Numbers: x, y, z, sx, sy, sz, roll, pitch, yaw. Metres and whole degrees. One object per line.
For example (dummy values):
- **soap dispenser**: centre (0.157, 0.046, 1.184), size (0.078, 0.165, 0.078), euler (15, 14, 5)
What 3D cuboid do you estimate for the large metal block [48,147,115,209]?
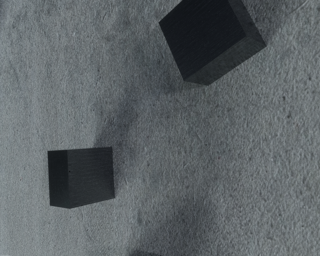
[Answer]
- **large metal block**: centre (-0.117, 0.071, 0.466), size (0.050, 0.081, 0.080), euler (-6, 86, 40)

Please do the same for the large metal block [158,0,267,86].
- **large metal block**: centre (0.056, -0.104, 0.343), size (0.080, 0.050, 0.080), euler (-33, 70, 35)
